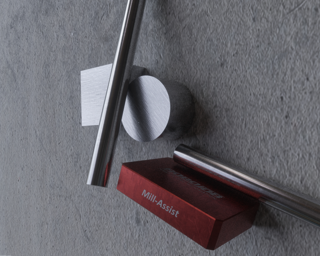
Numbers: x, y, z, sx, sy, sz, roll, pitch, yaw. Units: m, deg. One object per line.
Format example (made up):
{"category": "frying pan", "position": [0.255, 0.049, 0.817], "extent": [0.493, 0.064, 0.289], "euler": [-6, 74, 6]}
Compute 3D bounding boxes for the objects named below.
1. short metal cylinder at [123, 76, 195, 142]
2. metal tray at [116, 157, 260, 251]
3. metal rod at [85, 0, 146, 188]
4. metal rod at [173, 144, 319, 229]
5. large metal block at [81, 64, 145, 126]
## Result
{"category": "short metal cylinder", "position": [-0.003, -0.023, 0.390], "extent": [0.080, 0.050, 0.079], "euler": [0, 90, 39]}
{"category": "metal tray", "position": [0.028, 0.073, 0.337], "extent": [0.130, 0.091, 0.030], "euler": [23, 105, 37]}
{"category": "metal rod", "position": [-0.047, -0.077, 0.385], "extent": [0.025, 0.025, 0.299], "euler": [-3, 71, 39]}
{"category": "metal rod", "position": [0.135, 0.075, 0.292], "extent": [0.300, 0.025, 0.025], "euler": [22, 104, 37]}
{"category": "large metal block", "position": [-0.067, -0.044, 0.441], "extent": [0.080, 0.050, 0.079], "euler": [-3, 88, 39]}
